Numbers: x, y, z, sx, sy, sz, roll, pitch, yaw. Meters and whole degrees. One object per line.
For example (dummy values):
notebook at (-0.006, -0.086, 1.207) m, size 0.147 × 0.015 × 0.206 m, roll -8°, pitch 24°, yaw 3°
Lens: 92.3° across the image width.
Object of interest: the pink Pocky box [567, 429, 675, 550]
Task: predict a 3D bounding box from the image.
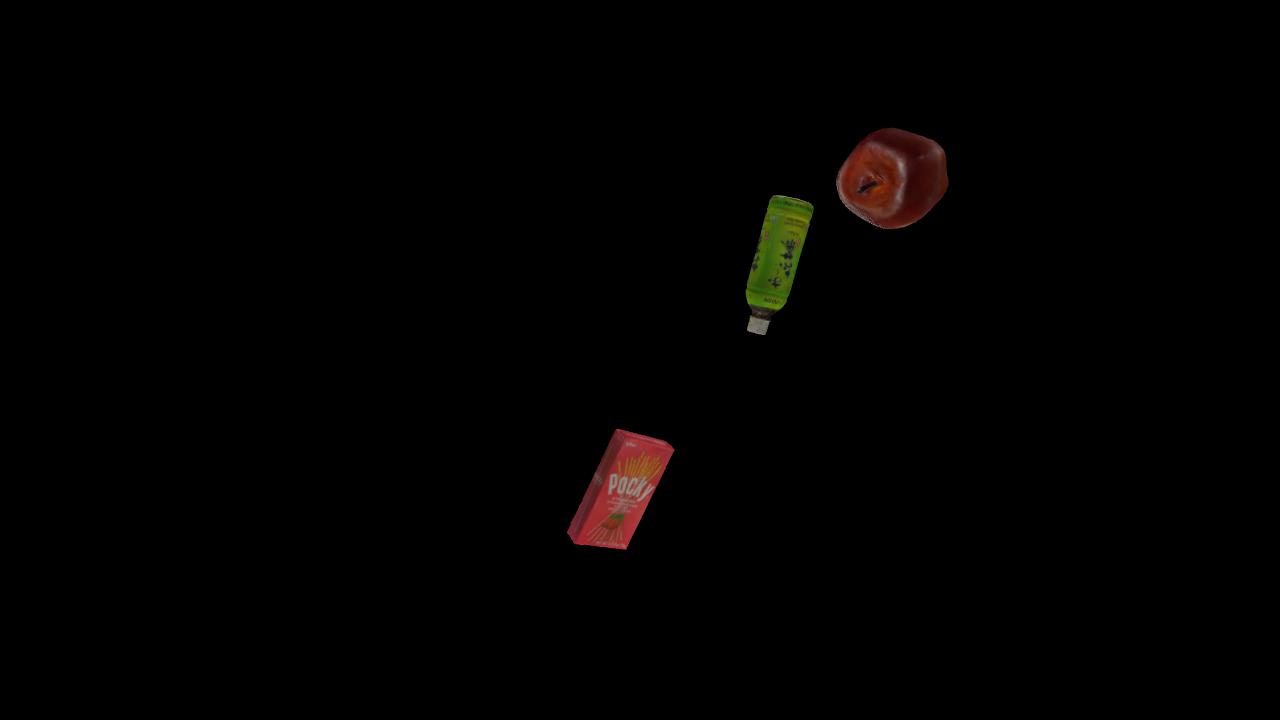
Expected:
pink Pocky box at (-0.024, 0.168, 0.786) m, size 0.084 × 0.155 × 0.029 m, roll 19°, pitch 10°, yaw -36°

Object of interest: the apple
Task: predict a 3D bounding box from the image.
apple at (0.202, -0.144, 0.491) m, size 0.093 × 0.079 × 0.079 m, roll -20°, pitch 12°, yaw -36°

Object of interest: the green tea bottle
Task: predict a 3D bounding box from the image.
green tea bottle at (0.210, -0.144, 0.958) m, size 0.073 × 0.212 × 0.073 m, roll 12°, pitch 10°, yaw -2°
